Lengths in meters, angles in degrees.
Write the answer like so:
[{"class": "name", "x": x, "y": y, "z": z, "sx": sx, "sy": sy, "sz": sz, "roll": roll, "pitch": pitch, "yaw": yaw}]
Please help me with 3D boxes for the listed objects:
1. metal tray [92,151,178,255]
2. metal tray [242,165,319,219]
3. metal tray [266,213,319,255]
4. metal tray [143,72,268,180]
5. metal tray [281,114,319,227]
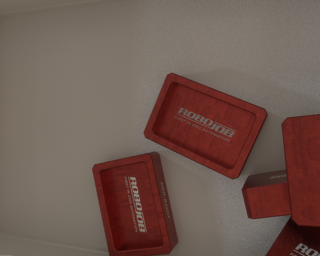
[{"class": "metal tray", "x": -0.034, "y": 0.104, "z": 0.419, "sx": 0.090, "sy": 0.030, "sz": 0.129, "roll": -14, "pitch": 85, "yaw": 19}, {"class": "metal tray", "x": 0.157, "y": 0.060, "z": 0.320, "sx": 0.130, "sy": 0.090, "sz": 0.030, "roll": -13, "pitch": 86, "yaw": 19}, {"class": "metal tray", "x": 0.163, "y": 0.136, "z": 0.287, "sx": 0.030, "sy": 0.130, "sz": 0.090, "roll": 44, "pitch": 77, "yaw": -19}, {"class": "metal tray", "x": 0.055, "y": -0.005, "z": 0.388, "sx": 0.130, "sy": 0.030, "sz": 0.090, "roll": 25, "pitch": 98, "yaw": 18}, {"class": "metal tray", "x": 0.168, "y": 0.030, "z": 0.236, "sx": 0.130, "sy": 0.030, "sz": 0.089, "roll": -7, "pitch": 86, "yaw": 33}]
